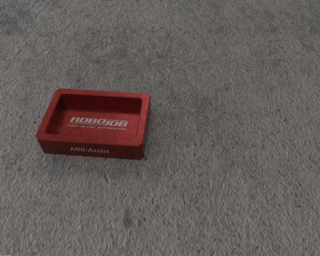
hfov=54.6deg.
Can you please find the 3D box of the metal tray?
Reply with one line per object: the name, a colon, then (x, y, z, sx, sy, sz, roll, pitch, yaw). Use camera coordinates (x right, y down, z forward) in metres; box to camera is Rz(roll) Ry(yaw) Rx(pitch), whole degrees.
metal tray: (-0.081, -0.007, 0.405, 0.131, 0.030, 0.090, 4, 50, 3)
